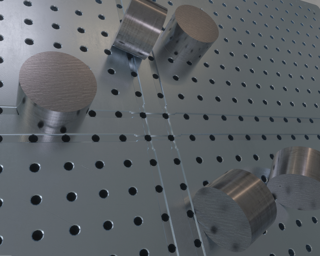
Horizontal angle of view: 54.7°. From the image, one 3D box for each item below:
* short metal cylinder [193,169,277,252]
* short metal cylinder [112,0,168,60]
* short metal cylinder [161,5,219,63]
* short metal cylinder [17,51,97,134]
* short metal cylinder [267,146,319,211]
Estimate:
[{"bbox_3d":[0.086,0.094,0.361,0.050,0.080,0.080,-24,75,-36],"label":"short metal cylinder"},{"bbox_3d":[-0.030,-0.145,0.445,0.050,0.080,0.080,22,54,-15],"label":"short metal cylinder"},{"bbox_3d":[0.049,-0.156,0.513,0.081,0.050,0.080,14,56,-21],"label":"short metal cylinder"},{"bbox_3d":[-0.118,-0.040,0.352,0.081,0.050,0.080,14,56,-21],"label":"short metal cylinder"},{"bbox_3d":[0.196,0.071,0.435,0.080,0.080,0.050,35,51,-6],"label":"short metal cylinder"}]
